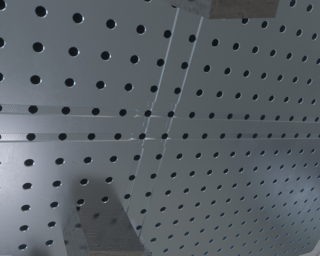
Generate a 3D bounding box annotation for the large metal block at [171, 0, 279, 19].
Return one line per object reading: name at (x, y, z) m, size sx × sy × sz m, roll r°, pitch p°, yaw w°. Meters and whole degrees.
large metal block at (0.067, -0.147, 0.320) m, size 0.081 × 0.080 × 0.050 m, roll -10°, pitch 123°, yaw -23°

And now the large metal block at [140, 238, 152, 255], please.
large metal block at (-0.053, 0.242, 0.515) m, size 0.081 × 0.050 × 0.080 m, roll -17°, pitch 125°, yaw -19°

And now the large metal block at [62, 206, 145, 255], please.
large metal block at (-0.080, 0.157, 0.429) m, size 0.080 × 0.080 × 0.050 m, roll 17°, pitch 110°, yaw -35°
